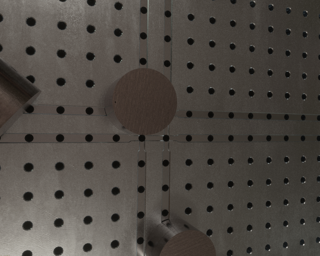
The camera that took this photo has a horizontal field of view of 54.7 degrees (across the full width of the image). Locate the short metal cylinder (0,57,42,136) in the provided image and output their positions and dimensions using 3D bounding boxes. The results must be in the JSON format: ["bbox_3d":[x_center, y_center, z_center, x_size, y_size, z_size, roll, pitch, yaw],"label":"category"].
[{"bbox_3d":[-0.171,-0.026,0.320,0.050,0.080,0.080,43,76,-15],"label":"short metal cylinder"}]

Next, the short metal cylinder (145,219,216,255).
[{"bbox_3d":[0.026,0.168,0.411,0.081,0.050,0.079,0,90,-21],"label":"short metal cylinder"}]

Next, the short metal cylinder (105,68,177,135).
[{"bbox_3d":[-0.025,-0.032,0.391,0.081,0.050,0.079,0,90,-21],"label":"short metal cylinder"}]
